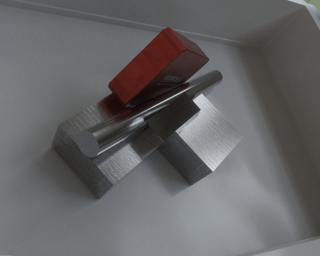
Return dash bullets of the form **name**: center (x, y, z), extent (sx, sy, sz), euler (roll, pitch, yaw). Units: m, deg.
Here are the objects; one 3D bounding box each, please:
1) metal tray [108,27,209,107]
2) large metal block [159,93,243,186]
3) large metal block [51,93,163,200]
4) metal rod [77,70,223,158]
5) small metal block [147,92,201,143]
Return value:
- **metal tray**: center (0.005, -0.068, 0.373), extent (0.030, 0.090, 0.131), euler (52, 19, 7)
- **large metal block**: center (0.048, 0.014, 0.407), extent (0.080, 0.050, 0.080), euler (47, 51, 5)
- **large metal block**: center (-0.058, 0.018, 0.344), extent (0.080, 0.050, 0.080), euler (47, 51, 5)
- **metal rod**: center (0.014, -0.034, 0.386), extent (0.025, 0.025, 0.302), euler (49, 36, 6)
- **small metal block**: center (0.016, -0.009, 0.341), extent (0.050, 0.050, 0.025), euler (-40, 83, -2)
